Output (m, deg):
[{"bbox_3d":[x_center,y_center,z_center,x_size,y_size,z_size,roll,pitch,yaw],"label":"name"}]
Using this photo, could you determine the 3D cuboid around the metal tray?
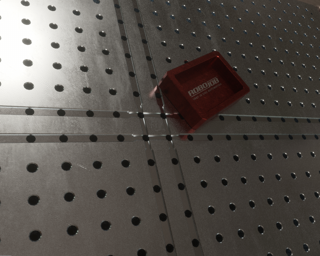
[{"bbox_3d":[0.072,-0.064,0.484,0.131,0.030,0.090,-31,79,-38],"label":"metal tray"}]
